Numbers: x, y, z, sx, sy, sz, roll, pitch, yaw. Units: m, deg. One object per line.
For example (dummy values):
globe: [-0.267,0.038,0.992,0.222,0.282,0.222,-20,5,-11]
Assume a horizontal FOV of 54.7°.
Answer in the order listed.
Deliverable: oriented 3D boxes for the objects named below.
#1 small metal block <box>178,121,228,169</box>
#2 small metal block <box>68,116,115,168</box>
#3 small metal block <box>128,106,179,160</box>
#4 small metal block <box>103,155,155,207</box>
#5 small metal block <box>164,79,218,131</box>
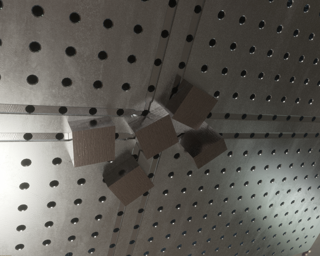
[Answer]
small metal block: [0.059,0.023,0.444,0.050,0.050,0.025,-33,129,-7]
small metal block: [-0.083,0.016,0.377,0.050,0.025,0.050,-9,123,-24]
small metal block: [-0.008,0.006,0.412,0.050,0.025,0.050,-29,129,-10]
small metal block: [-0.043,0.075,0.435,0.050,0.025,0.050,-35,129,-6]
small metal block: [0.041,-0.031,0.417,0.050,0.025,0.050,24,105,-37]
